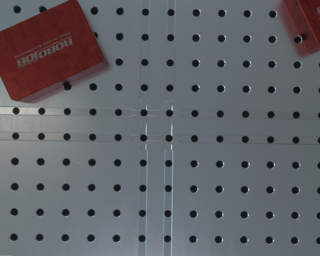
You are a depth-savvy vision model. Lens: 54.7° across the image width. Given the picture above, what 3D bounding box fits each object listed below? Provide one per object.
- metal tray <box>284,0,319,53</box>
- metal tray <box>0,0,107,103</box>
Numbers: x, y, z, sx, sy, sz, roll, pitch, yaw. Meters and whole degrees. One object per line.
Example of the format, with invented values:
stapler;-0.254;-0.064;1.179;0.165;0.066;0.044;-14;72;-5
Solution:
metal tray;0.246;-0.169;0.412;0.131;0.030;0.090;-25;90;0
metal tray;-0.148;-0.100;0.410;0.131;0.030;0.090;-25;90;0
